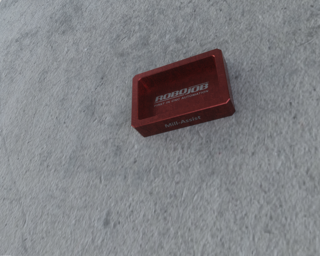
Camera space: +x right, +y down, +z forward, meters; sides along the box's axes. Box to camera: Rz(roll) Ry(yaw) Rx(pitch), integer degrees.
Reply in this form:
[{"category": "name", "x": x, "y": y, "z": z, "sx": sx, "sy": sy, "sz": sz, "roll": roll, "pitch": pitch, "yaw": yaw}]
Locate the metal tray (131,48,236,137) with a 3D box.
[{"category": "metal tray", "x": 0.027, "y": -0.046, "z": 0.413, "sx": 0.130, "sy": 0.030, "sz": 0.090, "roll": -14, "pitch": 56, "yaw": 19}]
